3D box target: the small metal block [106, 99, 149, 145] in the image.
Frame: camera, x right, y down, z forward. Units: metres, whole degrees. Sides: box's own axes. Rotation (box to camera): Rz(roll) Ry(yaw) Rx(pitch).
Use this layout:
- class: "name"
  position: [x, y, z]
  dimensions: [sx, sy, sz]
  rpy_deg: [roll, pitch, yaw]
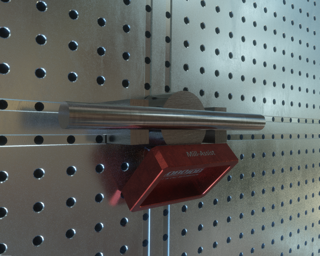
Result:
- class: "small metal block"
  position: [-0.038, -0.007, 0.361]
  dimensions: [0.025, 0.050, 0.050]
  rpy_deg: [-1, 91, -40]

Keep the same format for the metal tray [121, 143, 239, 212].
- class: "metal tray"
  position: [0.027, 0.061, 0.393]
  dimensions: [0.131, 0.089, 0.030]
  rpy_deg: [1, 47, -40]

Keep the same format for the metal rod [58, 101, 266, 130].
- class: "metal rod"
  position: [0.031, -0.010, 0.370]
  dimensions: [0.302, 0.025, 0.025]
  rpy_deg: [1, 90, -40]

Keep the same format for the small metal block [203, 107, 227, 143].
- class: "small metal block"
  position: [0.069, -0.004, 0.451]
  dimensions: [0.025, 0.050, 0.050]
  rpy_deg: [-1, 91, -40]

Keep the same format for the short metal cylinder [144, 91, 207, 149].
- class: "short metal cylinder"
  position: [0.015, -0.007, 0.405]
  dimensions: [0.081, 0.050, 0.080]
  rpy_deg: [0, 90, -40]
